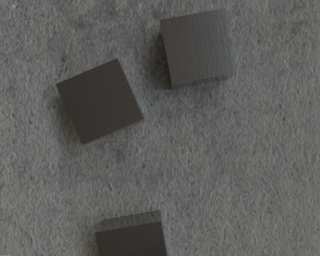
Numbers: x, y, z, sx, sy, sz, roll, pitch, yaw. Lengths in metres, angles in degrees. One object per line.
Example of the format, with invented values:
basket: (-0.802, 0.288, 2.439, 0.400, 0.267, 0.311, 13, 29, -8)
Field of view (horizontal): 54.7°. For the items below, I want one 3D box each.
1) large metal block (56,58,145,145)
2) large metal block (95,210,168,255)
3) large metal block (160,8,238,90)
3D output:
large metal block: (-0.072, -0.032, 0.397, 0.080, 0.050, 0.080, -23, 90, -1)
large metal block: (-0.032, 0.158, 0.397, 0.080, 0.050, 0.080, -10, 90, -1)
large metal block: (0.046, -0.099, 0.398, 0.080, 0.050, 0.080, -11, 90, -1)
